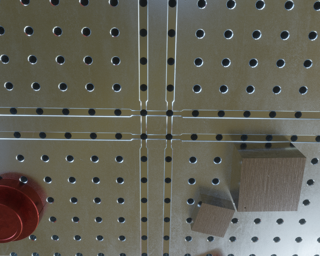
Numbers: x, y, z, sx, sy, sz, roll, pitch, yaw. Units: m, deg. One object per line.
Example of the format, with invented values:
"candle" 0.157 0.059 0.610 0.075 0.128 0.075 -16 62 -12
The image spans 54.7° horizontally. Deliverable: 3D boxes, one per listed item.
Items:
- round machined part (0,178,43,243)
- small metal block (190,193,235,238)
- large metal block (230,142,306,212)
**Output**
"round machined part" -0.226 0.126 0.449 0.099 0.042 0.097 0 110 0
"small metal block" 0.077 0.130 0.462 0.050 0.025 0.050 15 109 -6
"large metal block" 0.144 0.066 0.426 0.081 0.050 0.079 -1 110 0
